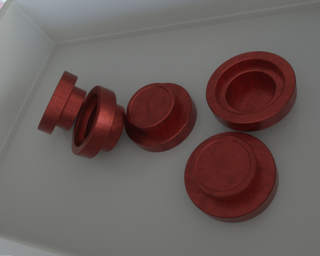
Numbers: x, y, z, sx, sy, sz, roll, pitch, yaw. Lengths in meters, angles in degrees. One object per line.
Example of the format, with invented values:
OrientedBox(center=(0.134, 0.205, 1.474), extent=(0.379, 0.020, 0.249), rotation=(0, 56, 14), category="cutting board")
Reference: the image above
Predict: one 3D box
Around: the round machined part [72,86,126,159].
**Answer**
OrientedBox(center=(-0.081, -0.005, 0.423), extent=(0.098, 0.042, 0.098), rotation=(-38, 42, 45), category="round machined part")

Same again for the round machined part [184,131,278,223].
OrientedBox(center=(0.071, 0.046, 0.329), extent=(0.098, 0.042, 0.098), rotation=(-13, 56, 21), category="round machined part")

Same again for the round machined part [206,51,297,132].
OrientedBox(center=(0.107, -0.038, 0.362), extent=(0.098, 0.042, 0.098), rotation=(-13, 56, 21), category="round machined part")

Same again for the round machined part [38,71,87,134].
OrientedBox(center=(-0.145, -0.034, 0.472), extent=(0.097, 0.042, 0.098), rotation=(-52, 22, 33), category="round machined part")

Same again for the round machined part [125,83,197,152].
OrientedBox(center=(-0.005, -0.021, 0.410), extent=(0.098, 0.042, 0.098), rotation=(-13, 56, 21), category="round machined part")
